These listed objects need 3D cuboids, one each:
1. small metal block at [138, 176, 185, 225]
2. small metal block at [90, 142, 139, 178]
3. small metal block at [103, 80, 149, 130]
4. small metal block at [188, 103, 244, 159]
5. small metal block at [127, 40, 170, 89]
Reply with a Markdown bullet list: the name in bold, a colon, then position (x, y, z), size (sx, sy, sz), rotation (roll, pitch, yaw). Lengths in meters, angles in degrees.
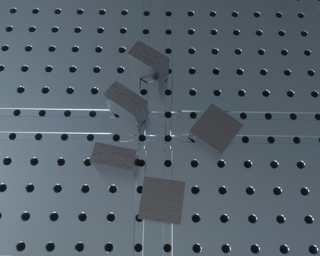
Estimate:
- **small metal block**: position (0.002, 0.089, 0.379), size (0.050, 0.025, 0.050), rotation (8, 70, 2)
- **small metal block**: position (-0.054, 0.041, 0.383), size (0.050, 0.050, 0.025), rotation (11, 71, 4)
- **small metal block**: position (-0.043, -0.029, 0.409), size (0.050, 0.050, 0.025), rotation (34, 74, 11)
- **small metal block**: position (0.073, 0.004, 0.411), size (0.050, 0.025, 0.050), rotation (37, 74, 12)
- **small metal block**: position (-0.015, -0.087, 0.430), size (0.050, 0.050, 0.025), rotation (32, 73, 11)
